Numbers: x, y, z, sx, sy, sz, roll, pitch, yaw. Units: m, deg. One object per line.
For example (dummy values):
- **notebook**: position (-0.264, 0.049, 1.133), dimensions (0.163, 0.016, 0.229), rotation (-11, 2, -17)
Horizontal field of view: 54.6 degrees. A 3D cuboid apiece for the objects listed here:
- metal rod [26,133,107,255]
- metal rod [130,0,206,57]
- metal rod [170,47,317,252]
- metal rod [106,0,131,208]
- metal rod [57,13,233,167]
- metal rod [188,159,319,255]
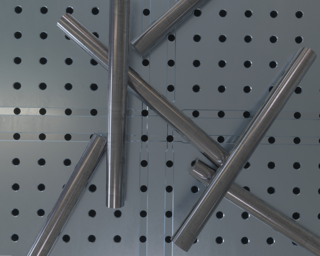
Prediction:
- **metal rod**: position (-0.149, 0.143, 0.412), dimensions (0.025, 0.025, 0.299), rotation (29, 90, 0)
- **metal rod**: position (0.081, -0.204, 0.413), dimensions (0.300, 0.025, 0.025), rotation (-42, 90, 0)
- **metal rod**: position (0.110, 0.020, 0.392), dimensions (0.025, 0.025, 0.300), rotation (36, 81, 0)
- **metal rod**: position (-0.053, -0.045, 0.391), dimensions (0.025, 0.025, 0.298), rotation (3, 99, 0)
- **metal rod**: position (-0.015, -0.044, 0.413), dimensions (0.300, 0.025, 0.025), rotation (41, 90, 0)
- **metal rod**: position (0.171, 0.133, 0.414), dimensions (0.301, 0.025, 0.025), rotation (33, 90, 0)
